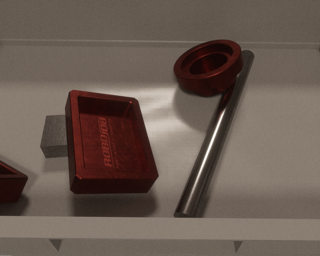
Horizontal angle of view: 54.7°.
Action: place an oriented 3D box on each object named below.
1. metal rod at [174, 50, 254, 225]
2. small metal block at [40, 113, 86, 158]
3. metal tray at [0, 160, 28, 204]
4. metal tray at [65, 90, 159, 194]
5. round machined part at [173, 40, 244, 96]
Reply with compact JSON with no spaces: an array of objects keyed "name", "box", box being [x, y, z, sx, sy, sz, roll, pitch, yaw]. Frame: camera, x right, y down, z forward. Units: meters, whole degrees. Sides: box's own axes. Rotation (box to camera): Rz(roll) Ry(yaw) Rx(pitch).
[{"name":"metal rod","box":[0.084,-0.010,0.414,0.025,0.025,0.301,18,52,14]},{"name":"small metal block","box":[-0.120,0.009,0.396,0.050,0.025,0.050,-4,50,-4]},{"name":"metal tray","box":[-0.209,0.044,0.300,0.090,0.130,0.030,23,89,19]},{"name":"metal tray","box":[-0.061,0.014,0.368,0.091,0.030,0.130,5,46,-26]},{"name":"round machined part","box":[0.073,-0.084,0.451,0.098,0.042,0.098,-16,39,14]}]
